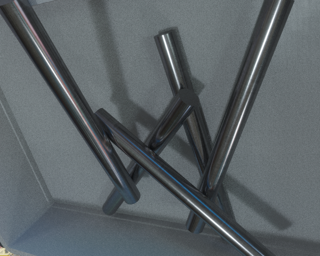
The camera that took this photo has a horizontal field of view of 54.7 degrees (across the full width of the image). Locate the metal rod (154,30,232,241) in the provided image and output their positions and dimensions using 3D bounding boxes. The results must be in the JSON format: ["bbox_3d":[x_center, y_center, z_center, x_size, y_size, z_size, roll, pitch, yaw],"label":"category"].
[{"bbox_3d":[0.053,0.026,0.396,0.025,0.025,0.298,-6,116,31],"label":"metal rod"}]

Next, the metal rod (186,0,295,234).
[{"bbox_3d":[0.078,0.009,0.351,0.025,0.025,0.298,22,120,15],"label":"metal rod"}]

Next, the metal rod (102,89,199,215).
[{"bbox_3d":[-0.029,0.054,0.439,0.025,0.025,0.298,37,135,3],"label":"metal rod"}]

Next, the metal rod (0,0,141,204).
[{"bbox_3d":[-0.081,-0.002,0.351,0.025,0.025,0.299,5,138,26],"label":"metal rod"}]

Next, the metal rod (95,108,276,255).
[{"bbox_3d":[0.034,0.080,0.374,0.300,0.025,0.025,40,129,6],"label":"metal rod"}]
